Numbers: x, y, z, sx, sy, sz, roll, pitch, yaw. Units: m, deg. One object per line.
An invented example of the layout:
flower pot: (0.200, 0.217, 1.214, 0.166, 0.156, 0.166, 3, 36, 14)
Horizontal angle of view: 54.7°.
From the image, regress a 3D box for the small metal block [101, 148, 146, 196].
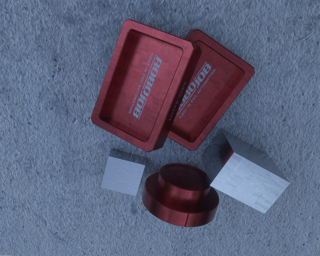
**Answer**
small metal block: (-0.051, 0.062, 0.432, 0.050, 0.025, 0.050, 15, 109, -6)

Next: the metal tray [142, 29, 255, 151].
metal tray: (0.042, -0.046, 0.390, 0.090, 0.030, 0.129, 31, 107, -12)

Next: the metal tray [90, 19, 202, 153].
metal tray: (-0.019, -0.048, 0.361, 0.090, 0.030, 0.129, 26, 103, 19)

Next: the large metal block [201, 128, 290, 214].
large metal block: (0.106, 0.052, 0.401, 0.080, 0.080, 0.050, 28, 108, -10)

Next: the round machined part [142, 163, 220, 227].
round machined part: (0.029, 0.080, 0.401, 0.099, 0.098, 0.042, 10, 110, -4)
